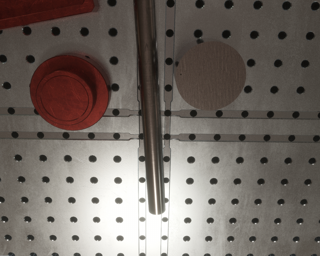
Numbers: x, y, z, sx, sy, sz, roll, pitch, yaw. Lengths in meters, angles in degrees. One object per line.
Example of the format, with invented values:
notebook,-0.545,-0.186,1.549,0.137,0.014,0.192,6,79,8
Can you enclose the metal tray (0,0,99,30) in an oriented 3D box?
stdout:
metal tray,-0.144,-0.166,0.347,0.131,0.030,0.089,-10,110,3

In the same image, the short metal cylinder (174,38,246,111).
short metal cylinder,0.058,-0.067,0.376,0.081,0.050,0.079,0,110,-1

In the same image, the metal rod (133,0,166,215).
metal rod,-0.012,-0.019,0.406,0.025,0.025,0.298,-3,110,0

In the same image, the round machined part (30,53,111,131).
round machined part,-0.114,-0.042,0.387,0.099,0.042,0.097,0,110,-1
